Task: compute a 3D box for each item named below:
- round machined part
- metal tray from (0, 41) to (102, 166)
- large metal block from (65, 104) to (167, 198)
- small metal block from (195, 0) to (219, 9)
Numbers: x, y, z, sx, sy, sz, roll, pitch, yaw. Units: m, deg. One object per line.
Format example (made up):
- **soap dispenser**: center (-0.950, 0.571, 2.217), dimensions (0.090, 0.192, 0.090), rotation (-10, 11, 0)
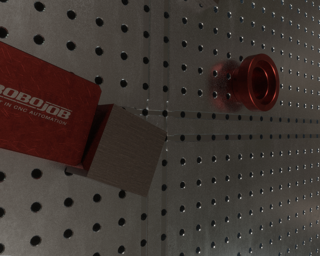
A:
- **round machined part**: center (0.163, -0.077, 0.538), dimensions (0.099, 0.042, 0.097), rotation (0, 90, -40)
- **metal tray**: center (-0.129, -0.021, 0.299), dimensions (0.131, 0.030, 0.090), rotation (22, 76, -38)
- **large metal block**: center (-0.048, 0.026, 0.355), dimensions (0.080, 0.050, 0.080), rotation (29, 72, -37)
- **small metal block**: center (0.068, -0.218, 0.468), dimensions (0.050, 0.025, 0.050), rotation (24, 75, -38)
